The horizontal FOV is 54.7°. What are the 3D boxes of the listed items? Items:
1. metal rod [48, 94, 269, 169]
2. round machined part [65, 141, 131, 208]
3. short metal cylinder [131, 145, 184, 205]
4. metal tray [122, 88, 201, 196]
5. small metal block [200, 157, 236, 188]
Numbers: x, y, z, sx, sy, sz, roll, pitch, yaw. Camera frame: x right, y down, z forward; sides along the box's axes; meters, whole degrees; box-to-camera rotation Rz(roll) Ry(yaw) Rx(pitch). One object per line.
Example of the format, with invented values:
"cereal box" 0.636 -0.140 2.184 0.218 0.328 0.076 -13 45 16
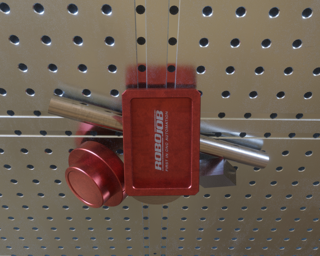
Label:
"metal rod" 0.008 0.009 0.414 0.302 0.025 0.025 15 129 -13
"round machined part" -0.090 0.070 0.424 0.098 0.042 0.097 20 130 26
"short metal cylinder" -0.005 0.066 0.446 0.081 0.050 0.079 0 130 0
"metal tray" 0.002 0.017 0.379 0.091 0.030 0.129 -1 101 -1
"small metal block" 0.078 0.066 0.449 0.050 0.025 0.050 -11 148 30
